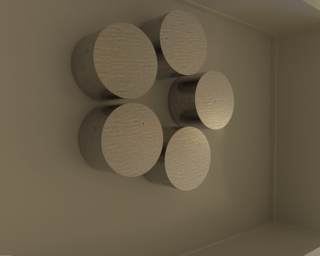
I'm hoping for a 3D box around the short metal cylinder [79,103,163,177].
[{"bbox_3d":[-0.043,0.012,0.351,0.081,0.050,0.080,0,90,-40],"label":"short metal cylinder"}]

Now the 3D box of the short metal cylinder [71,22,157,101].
[{"bbox_3d":[-0.050,-0.071,0.346,0.081,0.050,0.080,0,90,-40],"label":"short metal cylinder"}]

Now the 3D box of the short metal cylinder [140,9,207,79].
[{"bbox_3d":[0.015,-0.105,0.399,0.081,0.050,0.080,0,90,-40],"label":"short metal cylinder"}]

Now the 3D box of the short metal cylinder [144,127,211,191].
[{"bbox_3d":[0.020,0.038,0.405,0.081,0.050,0.080,0,90,-40],"label":"short metal cylinder"}]

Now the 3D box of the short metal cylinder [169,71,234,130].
[{"bbox_3d":[0.059,-0.038,0.437,0.081,0.050,0.080,0,90,-40],"label":"short metal cylinder"}]
